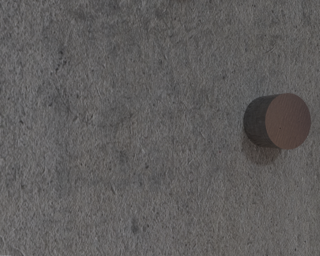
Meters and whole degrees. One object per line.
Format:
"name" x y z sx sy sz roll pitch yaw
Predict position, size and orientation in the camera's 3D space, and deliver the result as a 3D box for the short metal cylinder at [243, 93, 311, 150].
"short metal cylinder" 0.173 -0.010 0.459 0.081 0.050 0.080 0 90 -20
